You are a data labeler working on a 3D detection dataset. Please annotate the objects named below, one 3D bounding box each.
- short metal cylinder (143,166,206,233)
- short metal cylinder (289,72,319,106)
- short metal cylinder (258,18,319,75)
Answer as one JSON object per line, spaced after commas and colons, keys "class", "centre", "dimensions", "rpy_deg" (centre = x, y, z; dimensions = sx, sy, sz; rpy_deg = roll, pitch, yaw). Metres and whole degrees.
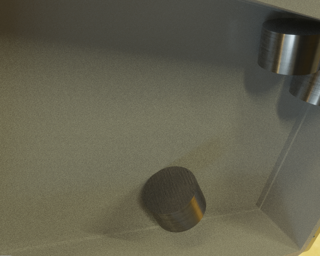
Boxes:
{"class": "short metal cylinder", "centre": [0.021, 0.103, 0.450], "dimensions": [0.080, 0.080, 0.050], "rpy_deg": [-32, 129, -8]}
{"class": "short metal cylinder", "centre": [0.244, -0.069, 0.467], "dimensions": [0.081, 0.080, 0.050], "rpy_deg": [-5, 121, -27]}
{"class": "short metal cylinder", "centre": [0.172, -0.108, 0.403], "dimensions": [0.081, 0.080, 0.050], "rpy_deg": [-16, 125, -20]}
